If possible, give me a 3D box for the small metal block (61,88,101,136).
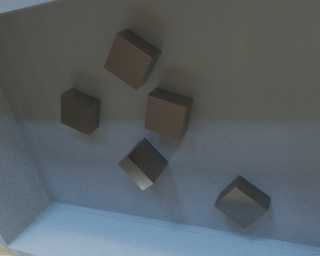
[{"bbox_3d":[-0.117,-0.024,0.456,0.050,0.025,0.050,23,127,14],"label":"small metal block"}]

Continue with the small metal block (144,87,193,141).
[{"bbox_3d":[0.010,-0.018,0.392,0.050,0.025,0.050,19,126,16],"label":"small metal block"}]

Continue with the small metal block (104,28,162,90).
[{"bbox_3d":[-0.034,-0.083,0.375,0.050,0.025,0.050,35,129,4],"label":"small metal block"}]

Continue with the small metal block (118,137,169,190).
[{"bbox_3d":[-0.023,0.050,0.435,0.050,0.050,0.025,47,129,-5],"label":"small metal block"}]

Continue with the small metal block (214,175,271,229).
[{"bbox_3d":[0.109,0.099,0.412,0.050,0.025,0.050,36,129,4],"label":"small metal block"}]
